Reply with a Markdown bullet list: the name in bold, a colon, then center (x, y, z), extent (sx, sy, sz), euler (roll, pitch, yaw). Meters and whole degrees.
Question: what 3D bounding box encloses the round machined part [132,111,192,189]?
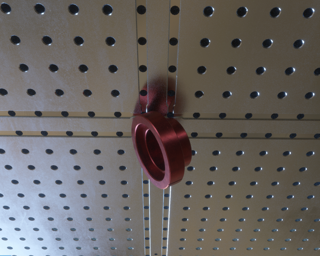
- **round machined part**: center (0.005, 0.025, 0.397), extent (0.042, 0.098, 0.097), euler (-19, 136, -25)
